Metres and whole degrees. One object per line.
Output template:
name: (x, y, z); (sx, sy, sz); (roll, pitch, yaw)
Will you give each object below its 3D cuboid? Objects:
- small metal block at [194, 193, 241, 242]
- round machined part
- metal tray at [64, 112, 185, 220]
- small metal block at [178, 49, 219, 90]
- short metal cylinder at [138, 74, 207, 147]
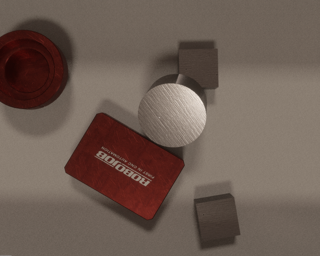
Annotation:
small metal block: (0.075, 0.118, 0.413); (0.050, 0.025, 0.050); (-10, 90, -1)
round machined part: (-0.168, -0.072, 0.401); (0.099, 0.042, 0.097); (0, 90, -1)
metal tray: (-0.045, 0.049, 0.408); (0.130, 0.030, 0.090); (31, 90, -1)
small metal block: (0.050, -0.077, 0.412); (0.050, 0.025, 0.050); (-1, 90, -1)
short metal cylinder: (0.017, -0.023, 0.385); (0.080, 0.050, 0.079); (3, 112, 8)
